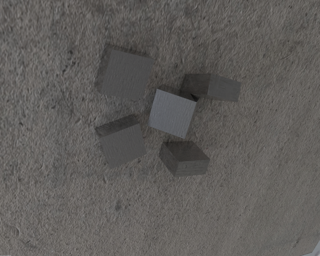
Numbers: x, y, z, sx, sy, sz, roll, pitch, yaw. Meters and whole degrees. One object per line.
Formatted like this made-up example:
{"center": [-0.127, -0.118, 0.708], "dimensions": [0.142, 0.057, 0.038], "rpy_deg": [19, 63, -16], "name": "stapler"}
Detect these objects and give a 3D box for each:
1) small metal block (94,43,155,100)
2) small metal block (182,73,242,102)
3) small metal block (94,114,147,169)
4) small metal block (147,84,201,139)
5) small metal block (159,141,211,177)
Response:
{"center": [-0.040, -0.062, 0.346], "dimensions": [0.050, 0.025, 0.050], "rpy_deg": [6, 115, -31], "name": "small metal block"}
{"center": [0.065, -0.051, 0.391], "dimensions": [0.050, 0.050, 0.025], "rpy_deg": [9, 93, -33], "name": "small metal block"}
{"center": [-0.049, 0.017, 0.391], "dimensions": [0.050, 0.025, 0.050], "rpy_deg": [-22, 127, -15], "name": "small metal block"}
{"center": [0.017, -0.021, 0.385], "dimensions": [0.050, 0.025, 0.050], "rpy_deg": [20, 115, 10], "name": "small metal block"}
{"center": [0.034, 0.042, 0.435], "dimensions": [0.050, 0.050, 0.025], "rpy_deg": [-1, 119, -28], "name": "small metal block"}
